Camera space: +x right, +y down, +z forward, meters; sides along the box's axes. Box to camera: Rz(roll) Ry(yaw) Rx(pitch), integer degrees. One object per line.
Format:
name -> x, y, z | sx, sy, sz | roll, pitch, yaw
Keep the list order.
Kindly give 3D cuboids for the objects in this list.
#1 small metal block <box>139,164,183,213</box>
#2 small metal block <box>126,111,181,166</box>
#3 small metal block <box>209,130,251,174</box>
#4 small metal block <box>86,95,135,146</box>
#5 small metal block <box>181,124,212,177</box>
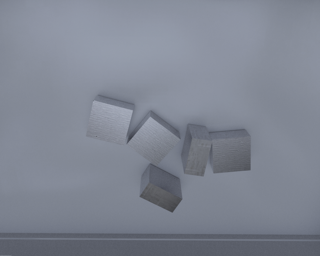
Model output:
small metal block -> 0.001, 0.082, 0.426 | 0.050, 0.050, 0.025 | 29, 108, -11
small metal block -> -0.009, 0.014, 0.414 | 0.050, 0.025, 0.050 | 37, 106, -13
small metal block -> 0.095, 0.032, 0.422 | 0.050, 0.025, 0.050 | -5, 110, 1
small metal block -> -0.065, -0.010, 0.404 | 0.050, 0.025, 0.050 | 14, 109, -6
small metal block -> 0.047, 0.028, 0.407 | 0.025, 0.050, 0.050 | 9, 110, -4
